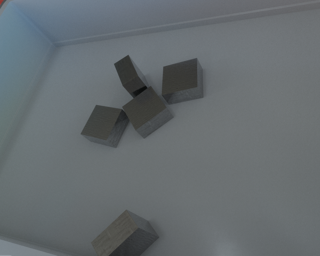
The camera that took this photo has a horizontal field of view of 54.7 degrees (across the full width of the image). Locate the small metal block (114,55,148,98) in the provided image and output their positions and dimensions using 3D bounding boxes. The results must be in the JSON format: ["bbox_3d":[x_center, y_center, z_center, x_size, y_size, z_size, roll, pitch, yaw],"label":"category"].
[{"bbox_3d":[-0.037,-0.069,0.450,0.025,0.050,0.050,-31,52,8],"label":"small metal block"}]

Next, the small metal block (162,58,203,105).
[{"bbox_3d":[0.032,-0.064,0.427,0.050,0.025,0.050,-10,57,22],"label":"small metal block"}]

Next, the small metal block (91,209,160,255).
[{"bbox_3d":[-0.036,0.121,0.333,0.050,0.050,0.025,-43,51,-2],"label":"small metal block"}]

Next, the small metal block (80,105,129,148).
[{"bbox_3d":[-0.078,-0.003,0.447,0.050,0.025,0.050,11,67,32],"label":"small metal block"}]

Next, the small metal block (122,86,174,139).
[{"bbox_3d":[-0.017,-0.022,0.427,0.050,0.025,0.050,-36,51,4],"label":"small metal block"}]
